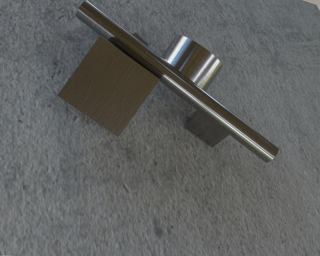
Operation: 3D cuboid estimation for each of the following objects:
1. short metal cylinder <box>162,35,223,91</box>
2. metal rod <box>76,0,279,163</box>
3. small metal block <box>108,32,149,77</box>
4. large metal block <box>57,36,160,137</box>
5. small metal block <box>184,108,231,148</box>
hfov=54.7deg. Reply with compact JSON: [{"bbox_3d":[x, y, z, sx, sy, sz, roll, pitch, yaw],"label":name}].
[{"bbox_3d":[0.041,-0.087,0.439,0.080,0.080,0.050,34,93,-7],"label":"short metal cylinder"},{"bbox_3d":[0.025,-0.056,0.390,0.301,0.025,0.025,37,51,-4],"label":"metal rod"},{"bbox_3d":[-0.048,-0.096,0.424,0.025,0.050,0.050,44,51,1],"label":"small metal block"},{"bbox_3d":[-0.058,-0.047,0.365,0.080,0.050,0.080,35,91,-6],"label":"large metal block"},{"bbox_3d":[0.070,-0.006,0.429,0.050,0.050,0.025,35,51,-5],"label":"small metal block"}]
